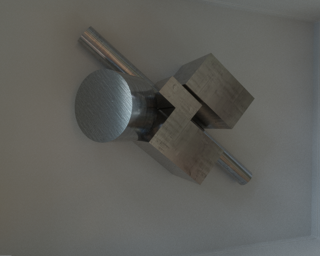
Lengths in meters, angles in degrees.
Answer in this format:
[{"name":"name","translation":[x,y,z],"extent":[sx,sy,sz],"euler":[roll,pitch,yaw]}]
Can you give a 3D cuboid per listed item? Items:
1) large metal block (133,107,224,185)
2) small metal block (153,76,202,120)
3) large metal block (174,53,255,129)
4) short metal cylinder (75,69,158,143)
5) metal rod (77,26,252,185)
[{"name":"large metal block","translation":[0.018,0.021,0.388],"extent":[0.080,0.080,0.050],"euler":[41,77,-16]},{"name":"small metal block","translation":[0.016,-0.034,0.378],"extent":[0.050,0.050,0.025],"euler":[43,77,-16]},{"name":"large metal block","translation":[0.059,-0.044,0.404],"extent":[0.080,0.080,0.050],"euler":[42,77,-16]},{"name":"short metal cylinder","translation":[-0.050,-0.024,0.356],"extent":[0.050,0.080,0.079],"euler":[1,90,-60]},{"name":"metal rod","translation":[0.017,-0.020,0.417],"extent":[0.300,0.025,0.025],"euler":[41,77,-16]}]
